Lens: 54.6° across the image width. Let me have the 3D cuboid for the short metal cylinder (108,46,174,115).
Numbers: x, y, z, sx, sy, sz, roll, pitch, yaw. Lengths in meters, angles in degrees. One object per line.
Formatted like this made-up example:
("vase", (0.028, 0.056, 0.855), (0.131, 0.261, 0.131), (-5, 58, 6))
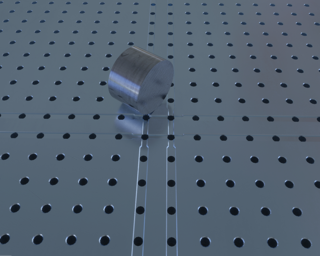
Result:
("short metal cylinder", (-0.025, -0.065, 0.427), (0.050, 0.080, 0.080), (30, 56, 23))
